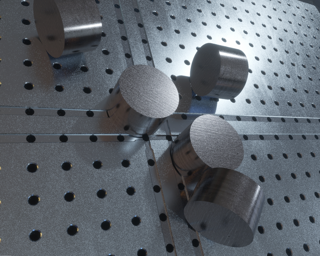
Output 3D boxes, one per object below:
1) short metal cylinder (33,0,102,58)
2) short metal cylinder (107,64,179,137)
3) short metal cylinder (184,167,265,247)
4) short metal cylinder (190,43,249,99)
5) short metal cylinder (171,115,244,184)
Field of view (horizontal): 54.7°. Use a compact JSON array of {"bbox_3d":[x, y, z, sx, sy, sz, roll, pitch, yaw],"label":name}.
[{"bbox_3d":[-0.118,-0.134,0.392,0.050,0.080,0.080,-24,75,-37],"label":"short metal cylinder"},{"bbox_3d":[-0.023,-0.035,0.403,0.081,0.050,0.080,14,56,-21],"label":"short metal cylinder"},{"bbox_3d":[0.075,0.092,0.359,0.080,0.080,0.050,38,51,-3],"label":"short metal cylinder"},{"bbox_3d":[0.089,-0.086,0.475,0.050,0.080,0.080,4,60,-27],"label":"short metal cylinder"},{"bbox_3d":[0.062,0.029,0.410,0.081,0.050,0.080,14,56,-21],"label":"short metal cylinder"}]
